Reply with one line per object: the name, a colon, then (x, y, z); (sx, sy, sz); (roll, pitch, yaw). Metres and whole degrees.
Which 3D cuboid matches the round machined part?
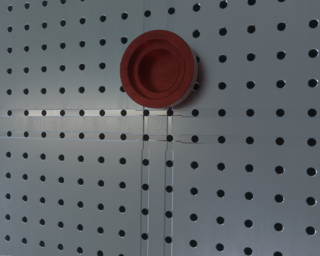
round machined part: (0.001, -0.073, 0.403); (0.098, 0.042, 0.097); (0, 90, 20)
